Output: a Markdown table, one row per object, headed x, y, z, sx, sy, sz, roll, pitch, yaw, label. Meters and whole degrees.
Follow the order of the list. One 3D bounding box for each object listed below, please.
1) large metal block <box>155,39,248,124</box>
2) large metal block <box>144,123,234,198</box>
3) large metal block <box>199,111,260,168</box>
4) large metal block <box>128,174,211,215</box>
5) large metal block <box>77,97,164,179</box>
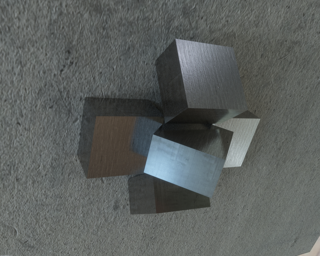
| x | y | z | sx | sy | sz | roll | pitch | yaw | label |
| --- | --- | --- | --- | --- | --- | --- | --- | --- | --- |
| 0.047 | -0.051 | 0.361 | 0.081 | 0.080 | 0.050 | 0 | 162 | -28 | large metal block |
| 0.037 | 0.028 | 0.369 | 0.080 | 0.080 | 0.050 | 19 | 116 | 11 | large metal block |
| 0.083 | 0.010 | 0.442 | 0.081 | 0.050 | 0.079 | 0 | 119 | -29 | large metal block |
| 0.010 | 0.089 | 0.427 | 0.081 | 0.080 | 0.050 | 2 | 75 | -29 | large metal block |
| -0.049 | 0.010 | 0.373 | 0.081 | 0.050 | 0.079 | -1 | 119 | -29 | large metal block |
